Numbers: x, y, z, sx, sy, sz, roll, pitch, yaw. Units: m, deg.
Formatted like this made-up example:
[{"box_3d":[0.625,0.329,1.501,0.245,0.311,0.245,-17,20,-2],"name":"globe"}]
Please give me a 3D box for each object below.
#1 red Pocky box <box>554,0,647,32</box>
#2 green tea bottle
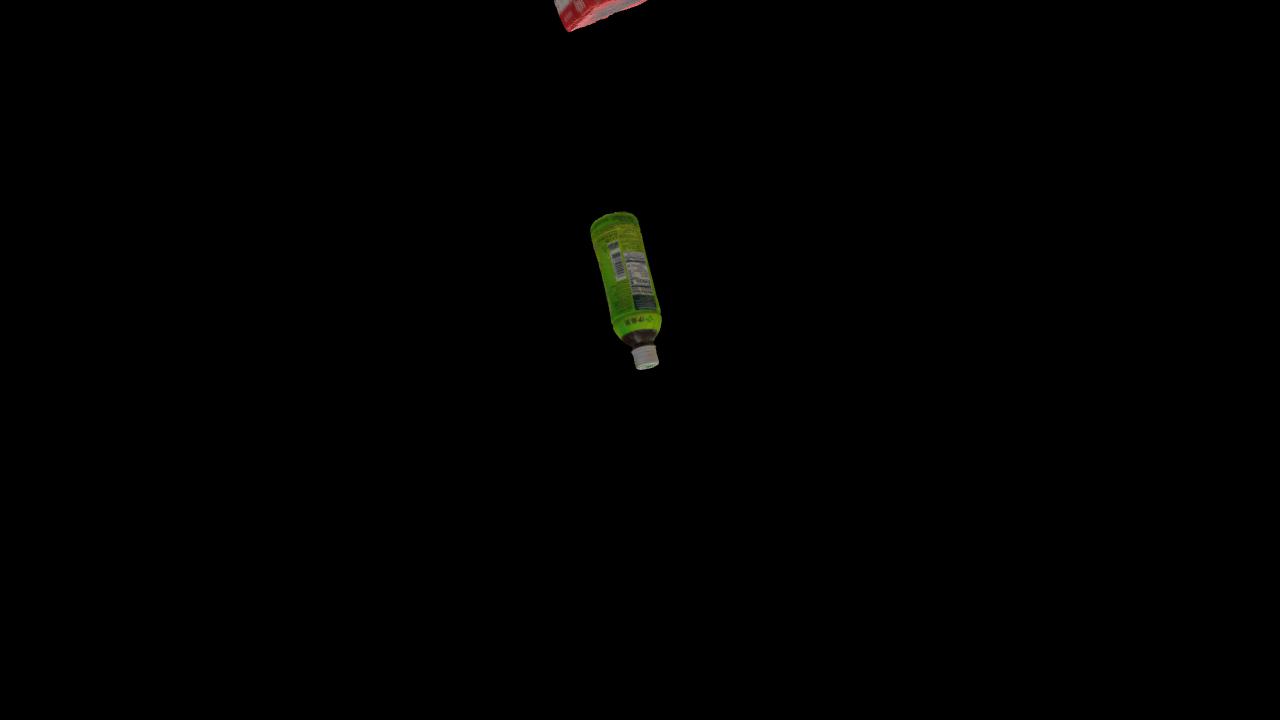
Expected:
[{"box_3d":[0.019,-0.285,0.443,0.155,0.028,0.083,-29,22,-11],"name":"red Pocky box"},{"box_3d":[-0.014,-0.091,0.821,0.073,0.212,0.073,-11,-16,-3],"name":"green tea bottle"}]
